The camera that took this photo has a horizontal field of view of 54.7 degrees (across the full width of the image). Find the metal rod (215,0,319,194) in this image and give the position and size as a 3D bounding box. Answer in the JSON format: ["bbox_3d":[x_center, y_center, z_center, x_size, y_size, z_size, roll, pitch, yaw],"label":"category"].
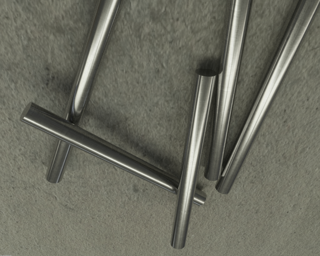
[{"bbox_3d":[0.123,-0.018,0.393,0.025,0.025,0.298,7,130,-6],"label":"metal rod"}]

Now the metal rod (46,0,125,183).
[{"bbox_3d":[-0.100,-0.031,0.379,0.025,0.025,0.298,18,128,-15],"label":"metal rod"}]

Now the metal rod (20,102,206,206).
[{"bbox_3d":[-0.042,0.048,0.426,0.301,0.025,0.025,32,123,-32],"label":"metal rod"}]

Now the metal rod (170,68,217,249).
[{"bbox_3d":[0.041,0.063,0.432,0.025,0.025,0.298,3,122,-3],"label":"metal rod"}]

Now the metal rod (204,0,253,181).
[{"bbox_3d":[0.078,-0.043,0.371,0.025,0.025,0.298,0,130,0],"label":"metal rod"}]
